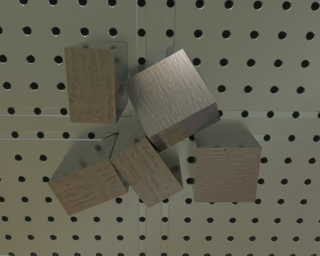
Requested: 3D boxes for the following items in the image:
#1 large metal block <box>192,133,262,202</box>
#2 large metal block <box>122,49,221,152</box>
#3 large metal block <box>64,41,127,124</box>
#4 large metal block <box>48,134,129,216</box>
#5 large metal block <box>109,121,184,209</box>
[{"bbox_3d":[0.086,0.053,0.421,0.081,0.050,0.079,0,110,-1],"label":"large metal block"},{"bbox_3d":[0.014,-0.031,0.363,0.080,0.050,0.080,-28,64,4],"label":"large metal block"},{"bbox_3d":[-0.070,-0.056,0.361,0.050,0.080,0.079,2,110,2],"label":"large metal block"},{"bbox_3d":[-0.085,0.058,0.404,0.080,0.080,0.050,-22,109,7],"label":"large metal block"},{"bbox_3d":[-0.015,0.040,0.399,0.050,0.080,0.080,-31,108,11],"label":"large metal block"}]
